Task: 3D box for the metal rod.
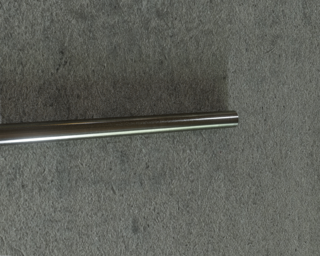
[{"bbox_3d":[-0.035,-0.003,0.395,0.302,0.025,0.025,-4,92,-20],"label":"metal rod"}]
